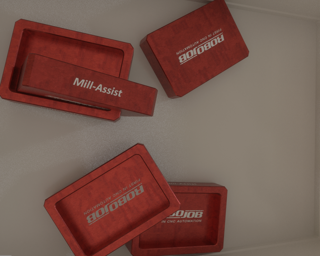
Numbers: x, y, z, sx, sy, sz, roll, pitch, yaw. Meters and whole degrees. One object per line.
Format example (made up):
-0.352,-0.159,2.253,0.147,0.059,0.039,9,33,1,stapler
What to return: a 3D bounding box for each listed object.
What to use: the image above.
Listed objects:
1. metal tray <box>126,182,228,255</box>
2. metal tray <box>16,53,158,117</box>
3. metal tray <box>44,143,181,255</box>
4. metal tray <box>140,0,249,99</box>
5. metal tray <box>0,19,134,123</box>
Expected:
0.024,0.120,0.416,0.131,0.030,0.089,5,88,-20,metal tray
-0.080,-0.040,0.336,0.131,0.090,0.030,13,86,-28,metal tray
-0.054,0.087,0.363,0.130,0.030,0.090,-32,91,-3,metal tray
0.050,-0.109,0.426,0.131,0.030,0.090,-33,101,-17,metal tray
-0.102,-0.063,0.353,0.131,0.030,0.090,11,86,-6,metal tray
